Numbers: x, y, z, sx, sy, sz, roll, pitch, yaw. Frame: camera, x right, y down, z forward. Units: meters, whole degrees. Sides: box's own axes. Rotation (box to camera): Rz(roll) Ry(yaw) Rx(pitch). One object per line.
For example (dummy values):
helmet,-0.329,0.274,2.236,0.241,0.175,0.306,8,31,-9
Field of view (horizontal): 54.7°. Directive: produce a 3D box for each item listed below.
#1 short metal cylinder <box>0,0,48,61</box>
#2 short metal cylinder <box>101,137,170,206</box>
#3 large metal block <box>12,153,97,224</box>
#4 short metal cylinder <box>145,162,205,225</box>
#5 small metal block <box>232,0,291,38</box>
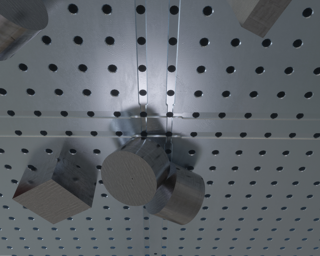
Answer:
short metal cylinder,-0.152,-0.109,0.281,0.050,0.080,0.080,-30,124,23
short metal cylinder,-0.032,0.058,0.423,0.080,0.050,0.079,7,112,20
large metal block,-0.158,0.095,0.474,0.080,0.050,0.080,-27,125,21
short metal cylinder,0.021,0.096,0.457,0.050,0.080,0.080,27,125,-23
small metal block,0.097,-0.122,0.292,0.025,0.050,0.050,21,127,-17
